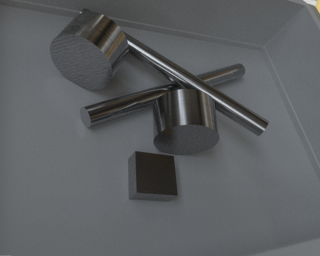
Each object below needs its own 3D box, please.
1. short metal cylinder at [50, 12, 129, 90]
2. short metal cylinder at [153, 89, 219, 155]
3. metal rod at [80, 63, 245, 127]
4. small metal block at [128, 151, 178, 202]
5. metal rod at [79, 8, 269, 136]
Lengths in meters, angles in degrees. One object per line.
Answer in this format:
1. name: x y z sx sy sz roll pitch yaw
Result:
1. short metal cylinder: -0.086 -0.094 0.383 0.080 0.080 0.050 30 52 -9
2. short metal cylinder: 0.032 -0.005 0.392 0.081 0.080 0.050 12 57 -22
3. metal rod: 0.025 -0.057 0.455 0.302 0.025 0.025 -21 73 -36
4. small metal block: -0.009 0.058 0.367 0.050 0.025 0.050 10 58 -24
5. metal rod: 0.015 -0.080 0.434 0.301 0.025 0.025 33 51 4
